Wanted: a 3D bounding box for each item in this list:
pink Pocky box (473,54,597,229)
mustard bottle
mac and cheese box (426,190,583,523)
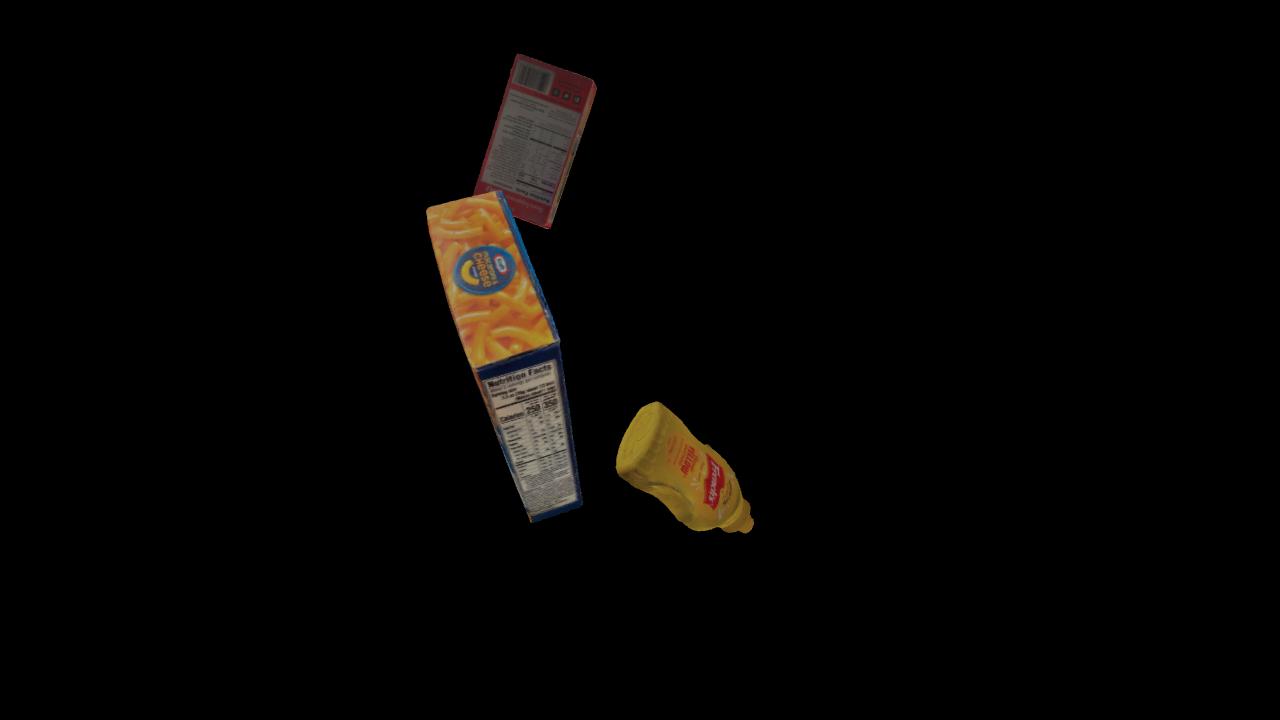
[{"bbox_3d":[-0.109,-0.223,0.636,0.084,0.155,0.029,20,8,3],"label":"pink Pocky box"},{"bbox_3d":[0.059,0.131,0.657,0.184,0.092,0.054,42,-48,-22],"label":"mustard bottle"},{"bbox_3d":[-0.065,0.012,0.328,0.041,0.093,0.184,-17,-31,-12],"label":"mac and cheese box"}]
